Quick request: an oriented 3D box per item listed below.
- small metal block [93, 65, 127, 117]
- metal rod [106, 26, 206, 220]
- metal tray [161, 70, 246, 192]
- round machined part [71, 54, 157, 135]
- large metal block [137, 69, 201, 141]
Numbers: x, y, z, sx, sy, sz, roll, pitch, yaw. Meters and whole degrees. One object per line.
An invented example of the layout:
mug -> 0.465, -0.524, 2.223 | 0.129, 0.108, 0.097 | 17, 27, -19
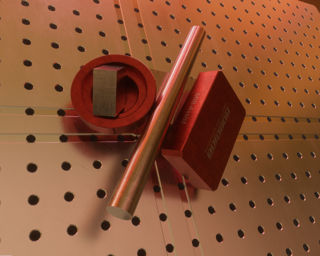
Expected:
small metal block -> -0.057, -0.044, 0.354 | 0.025, 0.050, 0.050 | 6, 17, 4
metal rod -> 0.010, -0.032, 0.370 | 0.025, 0.025, 0.300 | 30, 52, -9
metal tray -> 0.061, 0.003, 0.395 | 0.090, 0.030, 0.130 | 48, 58, -37
round machined part -> -0.054, -0.037, 0.375 | 0.099, 0.042, 0.098 | 1, 67, -1
large metal block -> 0.015, -0.025, 0.417 | 0.081, 0.050, 0.080 | 9, 58, -24
